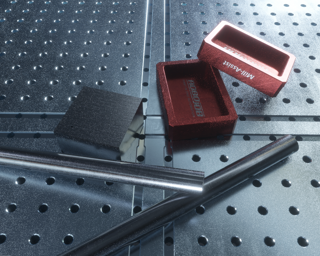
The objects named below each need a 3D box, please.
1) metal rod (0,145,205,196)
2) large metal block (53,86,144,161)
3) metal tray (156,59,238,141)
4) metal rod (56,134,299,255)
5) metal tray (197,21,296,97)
[{"bbox_3d":[-0.102,0.042,0.353,0.301,0.025,0.025,6,50,11],"label":"metal rod"},{"bbox_3d":[-0.072,-0.001,0.391,0.080,0.050,0.080,13,51,10],"label":"large metal block"},{"bbox_3d":[0.047,-0.046,0.443,0.091,0.030,0.130,-6,50,-6],"label":"metal tray"},{"bbox_3d":[0.035,0.077,0.343,0.302,0.025,0.025,-24,54,-19],"label":"metal rod"},{"bbox_3d":[0.133,-0.108,0.472,0.130,0.030,0.090,30,47,9],"label":"metal tray"}]
